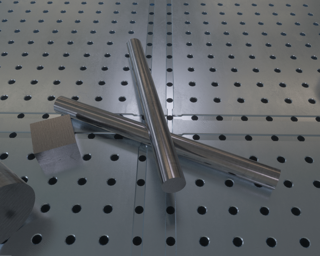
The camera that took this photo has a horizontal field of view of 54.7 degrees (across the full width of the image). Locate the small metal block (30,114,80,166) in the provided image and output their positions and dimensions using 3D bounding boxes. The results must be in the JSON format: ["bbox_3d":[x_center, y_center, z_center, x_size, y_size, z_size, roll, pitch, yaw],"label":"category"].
[{"bbox_3d":[-0.134,0.014,0.395,0.050,0.025,0.050,-16,52,-13],"label":"small metal block"}]

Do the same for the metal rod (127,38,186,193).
[{"bbox_3d":[-0.015,-0.042,0.417,0.025,0.025,0.300,-9,43,-7],"label":"metal rod"}]

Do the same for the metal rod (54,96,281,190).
[{"bbox_3d":[-0.003,0.013,0.396,0.301,0.025,0.025,19,53,15],"label":"metal rod"}]

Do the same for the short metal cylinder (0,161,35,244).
[{"bbox_3d":[-0.175,0.075,0.307,0.050,0.080,0.080,31,57,23],"label":"short metal cylinder"}]
